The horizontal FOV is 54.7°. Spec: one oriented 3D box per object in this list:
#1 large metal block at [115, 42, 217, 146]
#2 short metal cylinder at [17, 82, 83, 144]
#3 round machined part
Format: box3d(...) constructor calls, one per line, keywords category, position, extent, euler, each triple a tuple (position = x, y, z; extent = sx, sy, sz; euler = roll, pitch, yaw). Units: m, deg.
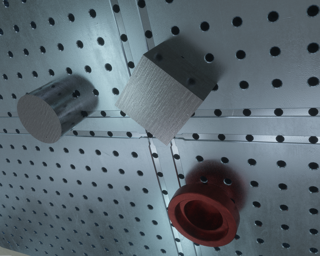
box3d(category="large metal block", position=(0.006, -0.040, 0.368), extent=(0.080, 0.050, 0.080), euler=(38, 129, 2))
box3d(category="short metal cylinder", position=(-0.165, -0.023, 0.468), extent=(0.080, 0.050, 0.079), euler=(13, 124, 21))
box3d(category="round machined part", position=(0.064, 0.117, 0.439), extent=(0.098, 0.042, 0.097), euler=(13, 124, 21))
